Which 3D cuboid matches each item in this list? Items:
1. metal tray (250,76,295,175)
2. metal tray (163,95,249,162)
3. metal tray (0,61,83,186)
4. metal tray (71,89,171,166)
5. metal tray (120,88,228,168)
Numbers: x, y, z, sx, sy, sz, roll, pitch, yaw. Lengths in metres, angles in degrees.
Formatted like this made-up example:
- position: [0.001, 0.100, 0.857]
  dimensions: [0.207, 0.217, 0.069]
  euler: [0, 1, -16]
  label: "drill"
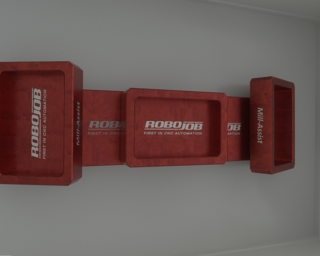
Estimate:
- position: [0.164, -0.004, 0.446]
  dimensions: [0.091, 0.030, 0.129]
  euler: [0, 90, -48]
  label: "metal tray"
- position: [0.071, 0.001, 0.433]
  dimensions: [0.131, 0.030, 0.089]
  euler: [0, 90, -20]
  label: "metal tray"
- position: [-0.133, -0.005, 0.338]
  dimensions: [0.090, 0.030, 0.129]
  euler: [1, 90, 5]
  label: "metal tray"
- position: [-0.052, 0.000, 0.388]
  dimensions: [0.131, 0.030, 0.089]
  euler: [0, 90, -20]
  label: "metal tray"
- position: [0.019, 0.000, 0.381]
  dimensions: [0.131, 0.030, 0.089]
  euler: [1, 89, -20]
  label: "metal tray"
